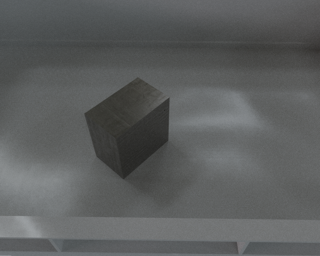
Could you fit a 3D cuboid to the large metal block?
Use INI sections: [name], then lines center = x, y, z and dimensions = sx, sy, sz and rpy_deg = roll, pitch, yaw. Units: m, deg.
[large metal block]
center = -0.035, 0.001, 0.369
dimensions = 0.050, 0.080, 0.080
rpy_deg = 35, 58, 26
